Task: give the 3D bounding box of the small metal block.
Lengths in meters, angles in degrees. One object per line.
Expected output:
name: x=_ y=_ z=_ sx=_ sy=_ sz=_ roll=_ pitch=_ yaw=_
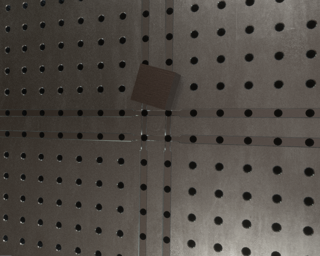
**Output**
small metal block: x=-0.006 y=-0.054 z=0.414 sx=0.050 sy=0.025 sz=0.050 roll=18 pitch=96 yaw=18
